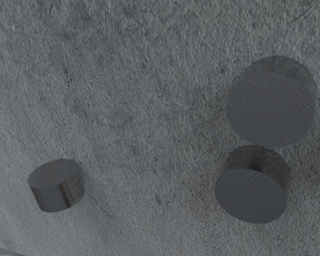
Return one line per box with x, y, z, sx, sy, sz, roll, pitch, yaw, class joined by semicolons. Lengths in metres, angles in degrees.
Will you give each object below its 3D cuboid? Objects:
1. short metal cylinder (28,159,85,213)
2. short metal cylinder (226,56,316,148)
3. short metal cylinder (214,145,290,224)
-0.173;0.095;0.522;0.080;0.080;0.050;4;120;26;short metal cylinder
0.113;-0.027;0.314;0.080;0.050;0.079;13;124;21;short metal cylinder
0.112;0.067;0.373;0.080;0.050;0.079;13;124;21;short metal cylinder
